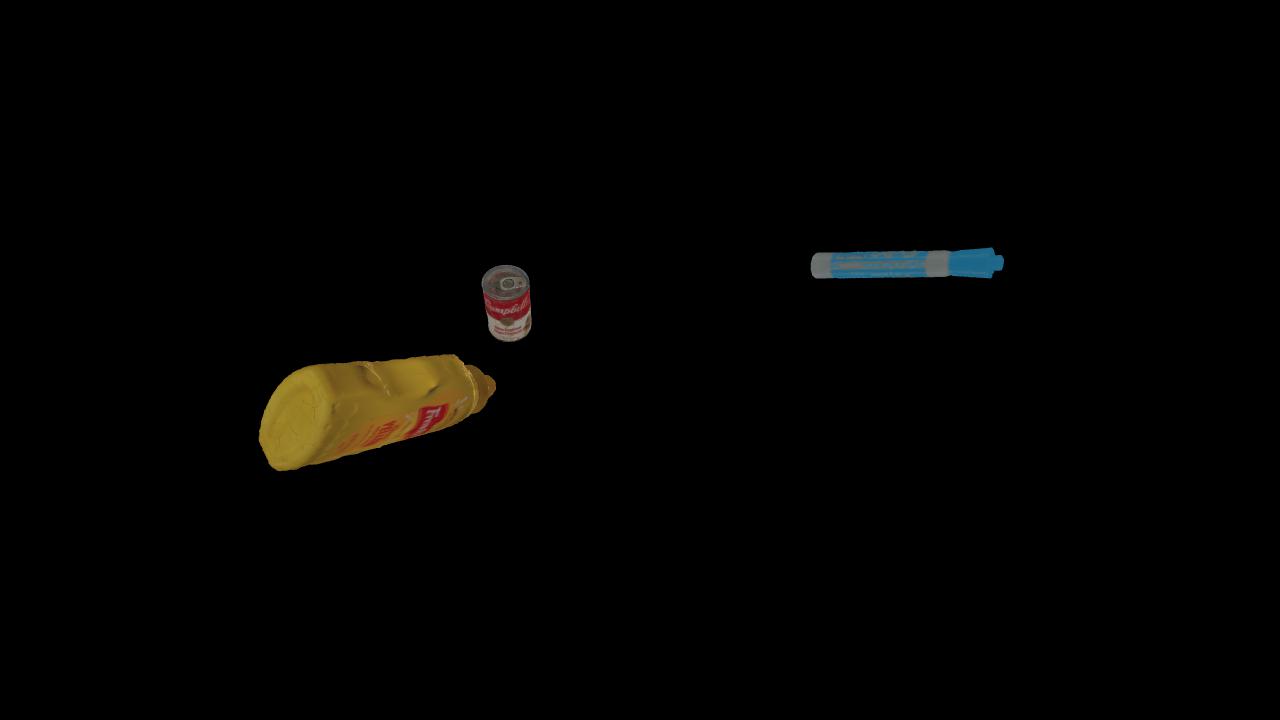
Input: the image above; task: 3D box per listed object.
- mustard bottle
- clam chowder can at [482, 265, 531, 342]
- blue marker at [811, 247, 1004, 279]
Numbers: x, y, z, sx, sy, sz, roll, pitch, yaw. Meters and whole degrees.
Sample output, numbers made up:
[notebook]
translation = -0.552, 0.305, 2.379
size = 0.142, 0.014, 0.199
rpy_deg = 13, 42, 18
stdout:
[mustard bottle]
translation = -0.179, 0.031, 0.472
size = 0.092, 0.054, 0.184
rpy_deg = -47, -17, 24
[clam chowder can]
translation = -0.197, -0.082, 0.915
size = 0.068, 0.068, 0.102
rpy_deg = 0, -35, -8
[blue marker]
translation = 0.175, -0.064, 0.412
size = 0.121, 0.020, 0.020
rpy_deg = 6, 4, 41
